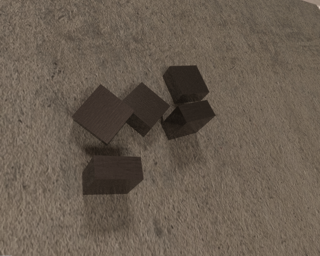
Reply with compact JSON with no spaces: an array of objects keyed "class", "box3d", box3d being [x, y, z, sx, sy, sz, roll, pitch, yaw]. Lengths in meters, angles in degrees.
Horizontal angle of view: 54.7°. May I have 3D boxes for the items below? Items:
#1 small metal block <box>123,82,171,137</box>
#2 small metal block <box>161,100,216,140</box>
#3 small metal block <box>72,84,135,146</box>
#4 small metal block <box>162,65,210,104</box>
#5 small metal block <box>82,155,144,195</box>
[{"class":"small metal block","box3d":[-0.023,-0.025,0.408,0.050,0.025,0.050,40,51,-1]},{"class":"small metal block","box3d":[0.037,-0.011,0.416,0.050,0.050,0.025,-14,69,-34]},{"class":"small metal block","box3d":[-0.066,-0.015,0.366,0.050,0.025,0.050,39,76,-3]},{"class":"small metal block","box3d":[0.039,-0.066,0.467,0.050,0.025,0.050,-9,66,-32]},{"class":"small metal block","box3d":[-0.052,0.051,0.330,0.050,0.050,0.025,5,60,-26]}]
